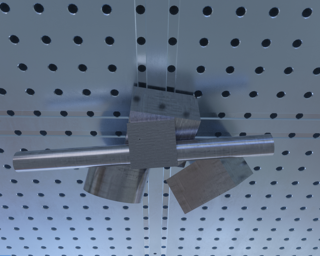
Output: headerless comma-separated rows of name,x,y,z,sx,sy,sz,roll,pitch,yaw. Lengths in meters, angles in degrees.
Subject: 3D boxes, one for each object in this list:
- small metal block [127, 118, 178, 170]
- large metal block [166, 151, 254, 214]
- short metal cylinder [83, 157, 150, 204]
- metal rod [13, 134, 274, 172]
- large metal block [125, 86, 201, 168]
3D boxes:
small metal block,-0.007,0.017,0.340,0.050,0.025,0.050,-4,95,3
large metal block,0.069,0.066,0.419,0.080,0.050,0.080,-37,165,27
short metal cylinder,-0.057,0.066,0.418,0.081,0.080,0.050,15,86,-13
metal rod,-0.022,0.030,0.367,0.302,0.025,0.025,-4,130,3
large metal block,-0.001,0.000,0.390,0.081,0.050,0.079,8,130,-7
